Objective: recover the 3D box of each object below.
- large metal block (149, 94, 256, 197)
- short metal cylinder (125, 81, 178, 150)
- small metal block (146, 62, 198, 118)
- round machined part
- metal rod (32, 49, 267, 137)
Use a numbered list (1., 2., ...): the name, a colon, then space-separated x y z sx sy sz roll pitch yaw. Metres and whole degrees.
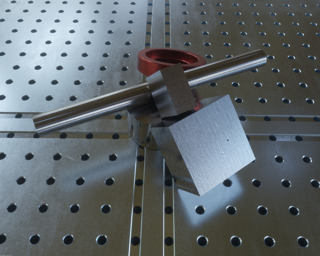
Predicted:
1. large metal block: 0.048 0.017 0.348 0.081 0.050 0.080 -29 100 -22
2. short metal cylinder: -0.003 -0.018 0.406 0.081 0.050 0.080 0 50 0
3. small metal block: 0.012 -0.040 0.346 0.025 0.050 0.050 -23 96 -19
4. round machined part: 0.015 -0.084 0.452 0.099 0.042 0.098 5 28 -2
5. metal rod: 0.001 -0.049 0.383 0.302 0.025 0.025 -19 53 -16
